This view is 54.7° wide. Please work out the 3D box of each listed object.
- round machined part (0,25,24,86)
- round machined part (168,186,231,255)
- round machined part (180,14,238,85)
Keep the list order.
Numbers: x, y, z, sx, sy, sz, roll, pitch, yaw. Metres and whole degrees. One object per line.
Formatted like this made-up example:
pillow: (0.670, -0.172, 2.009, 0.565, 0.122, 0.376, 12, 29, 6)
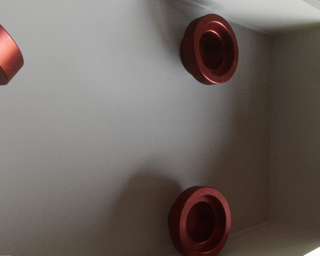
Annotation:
round machined part: (-0.157, -0.063, 0.227, 0.098, 0.098, 0.042, 44, 64, -31)
round machined part: (0.051, 0.130, 0.434, 0.099, 0.042, 0.097, 5, 82, -37)
round machined part: (0.068, -0.111, 0.452, 0.099, 0.042, 0.097, 0, 90, -40)
